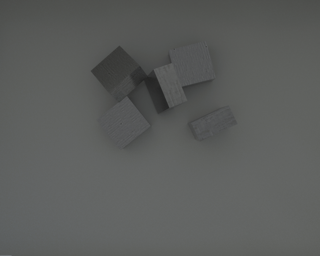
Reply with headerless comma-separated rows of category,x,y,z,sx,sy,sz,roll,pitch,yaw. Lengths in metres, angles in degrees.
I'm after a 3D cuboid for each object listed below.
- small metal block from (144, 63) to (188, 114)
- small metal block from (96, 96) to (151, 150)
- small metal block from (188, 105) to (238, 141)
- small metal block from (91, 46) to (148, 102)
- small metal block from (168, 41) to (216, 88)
small metal block,0.006,-0.049,0.396,0.025,0.050,0.050,-22,90,-17
small metal block,-0.047,-0.007,0.411,0.050,0.025,0.050,-38,90,0
small metal block,0.066,-0.006,0.399,0.050,0.050,0.025,-25,90,0
small metal block,-0.053,-0.070,0.399,0.050,0.025,0.050,-42,58,0
small metal block,0.042,-0.082,0.411,0.050,0.025,0.050,-14,90,0
